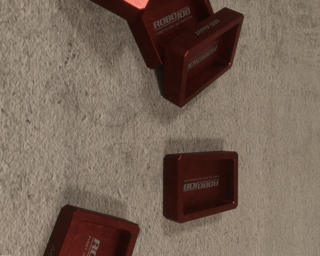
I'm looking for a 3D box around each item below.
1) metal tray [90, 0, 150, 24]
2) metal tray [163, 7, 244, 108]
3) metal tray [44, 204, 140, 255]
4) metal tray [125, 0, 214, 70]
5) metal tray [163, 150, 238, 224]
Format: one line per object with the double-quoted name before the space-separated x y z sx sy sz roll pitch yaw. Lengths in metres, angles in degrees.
"metal tray" -0.038 -0.194 0.347 0.090 0.030 0.130 26 72 -11
"metal tray" 0.059 -0.097 0.420 0.131 0.030 0.089 -39 150 -32
"metal tray" -0.082 0.158 0.334 0.090 0.030 0.130 28 72 -37
"metal tray" 0.020 -0.147 0.419 0.131 0.030 0.090 -38 114 -34
"metal tray" 0.064 0.081 0.457 0.131 0.030 0.089 0 90 -40
